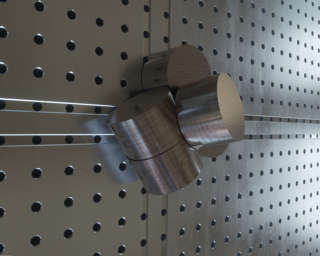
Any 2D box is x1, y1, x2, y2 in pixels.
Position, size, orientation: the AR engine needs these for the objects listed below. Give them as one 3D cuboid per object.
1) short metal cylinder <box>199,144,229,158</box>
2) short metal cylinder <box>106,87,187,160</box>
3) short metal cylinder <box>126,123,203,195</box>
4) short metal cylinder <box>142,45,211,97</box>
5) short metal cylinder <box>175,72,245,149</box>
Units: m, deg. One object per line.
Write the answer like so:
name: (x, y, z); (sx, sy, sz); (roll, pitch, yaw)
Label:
short metal cylinder: (0.057, 0.001, 0.442); (0.081, 0.050, 0.079); (0, 90, -40)
short metal cylinder: (-0.015, -0.006, 0.363); (0.080, 0.080, 0.050); (-41, 116, -32)
short metal cylinder: (0.006, 0.036, 0.380); (0.080, 0.080, 0.050); (-41, 116, -32)
short metal cylinder: (0.023, -0.066, 0.413); (0.081, 0.050, 0.079); (0, 90, -40)
short metal cylinder: (0.060, -0.019, 0.362); (0.080, 0.050, 0.080); (28, 55, -51)
